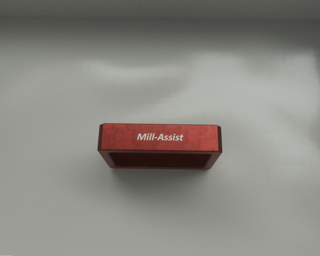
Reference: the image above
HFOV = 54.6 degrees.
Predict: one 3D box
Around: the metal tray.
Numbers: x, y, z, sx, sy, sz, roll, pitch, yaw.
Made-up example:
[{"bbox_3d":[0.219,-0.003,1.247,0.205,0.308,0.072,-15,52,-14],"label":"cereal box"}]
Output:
[{"bbox_3d":[0.000,0.025,0.366,0.131,0.090,0.030,1,70,0],"label":"metal tray"}]
